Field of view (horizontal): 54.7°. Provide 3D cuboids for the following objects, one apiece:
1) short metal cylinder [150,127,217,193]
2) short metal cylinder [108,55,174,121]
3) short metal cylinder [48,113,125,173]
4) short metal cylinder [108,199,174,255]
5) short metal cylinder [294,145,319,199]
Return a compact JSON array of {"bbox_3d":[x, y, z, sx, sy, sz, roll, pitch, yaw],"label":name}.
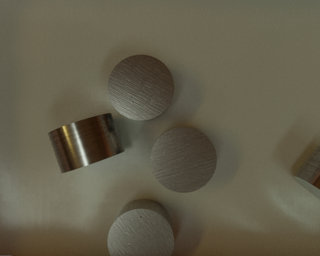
[{"bbox_3d":[0.029,0.038,0.399,0.081,0.050,0.080,0,90,0],"label":"short metal cylinder"},{"bbox_3d":[-0.023,-0.049,0.399,0.081,0.050,0.080,0,90,0],"label":"short metal cylinder"},{"bbox_3d":[-0.090,0.018,0.383,0.080,0.080,0.050,-19,90,0],"label":"short metal cylinder"},{"bbox_3d":[-0.023,0.137,0.399,0.081,0.050,0.080,0,90,0],"label":"short metal cylinder"},{"bbox_3d":[0.218,0.066,0.385,0.080,0.080,0.050,38,90,0],"label":"short metal cylinder"}]
